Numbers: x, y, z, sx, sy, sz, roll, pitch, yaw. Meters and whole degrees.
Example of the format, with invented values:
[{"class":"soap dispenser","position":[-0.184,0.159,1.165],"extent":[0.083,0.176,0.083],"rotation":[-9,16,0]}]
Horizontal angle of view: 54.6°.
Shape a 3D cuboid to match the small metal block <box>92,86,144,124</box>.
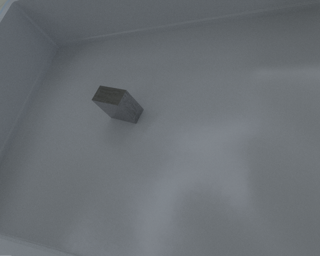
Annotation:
[{"class":"small metal block","position":[-0.060,-0.033,0.443],"extent":[0.050,0.050,0.025],"rotation":[14,69,34]}]
